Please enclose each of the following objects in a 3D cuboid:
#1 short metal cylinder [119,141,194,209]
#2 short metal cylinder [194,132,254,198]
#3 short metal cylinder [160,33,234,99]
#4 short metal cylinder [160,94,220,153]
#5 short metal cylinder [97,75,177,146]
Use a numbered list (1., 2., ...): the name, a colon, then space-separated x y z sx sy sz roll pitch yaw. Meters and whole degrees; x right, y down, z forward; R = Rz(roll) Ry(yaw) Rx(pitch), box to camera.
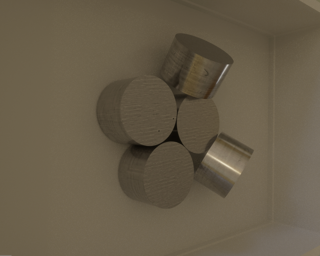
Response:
1. short metal cylinder: -0.004 0.056 0.387 0.081 0.050 0.079 0 90 -40
2. short metal cylinder: 0.090 0.052 0.439 0.080 0.050 0.080 -54 166 -20
3. short metal cylinder: 0.047 -0.081 0.400 0.081 0.080 0.050 -4 131 -40
4. short metal cylinder: 0.035 -0.007 0.419 0.081 0.050 0.079 0 90 -40
5. short metal cylinder: -0.026 -0.020 0.367 0.081 0.050 0.079 0 90 -40
